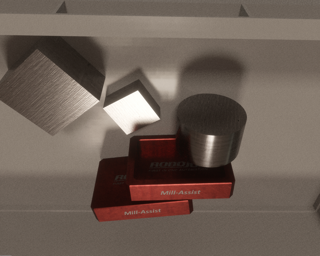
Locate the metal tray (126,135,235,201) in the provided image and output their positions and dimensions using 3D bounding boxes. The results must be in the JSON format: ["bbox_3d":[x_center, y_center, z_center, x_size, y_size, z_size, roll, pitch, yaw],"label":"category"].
[{"bbox_3d":[0.025,0.049,0.408,0.131,0.090,0.030,-2,130,1],"label":"metal tray"}]

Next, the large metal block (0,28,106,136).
[{"bbox_3d":[-0.122,-0.049,0.349,0.080,0.050,0.080,-33,123,24],"label":"large metal block"}]

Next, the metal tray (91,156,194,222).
[{"bbox_3d":[-0.023,0.079,0.433,0.131,0.090,0.030,-6,130,4],"label":"metal tray"}]

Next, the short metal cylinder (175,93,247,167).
[{"bbox_3d":[0.060,0.001,0.375,0.081,0.080,0.050,0,130,-1],"label":"short metal cylinder"}]

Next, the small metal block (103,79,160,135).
[{"bbox_3d":[-0.034,-0.025,0.387,0.050,0.025,0.050,-25,126,19],"label":"small metal block"}]
